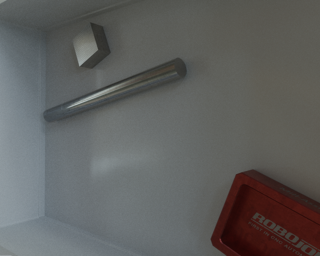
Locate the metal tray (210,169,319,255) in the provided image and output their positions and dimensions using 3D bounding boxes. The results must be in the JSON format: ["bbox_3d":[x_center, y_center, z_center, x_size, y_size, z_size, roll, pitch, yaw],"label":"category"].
[{"bbox_3d":[0.122,0.109,0.301,0.130,0.030,0.089,28,107,36],"label":"metal tray"}]

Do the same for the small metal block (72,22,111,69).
[{"bbox_3d":[-0.110,-0.131,0.495,0.050,0.025,0.050,-29,72,36],"label":"small metal block"}]

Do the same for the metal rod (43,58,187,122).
[{"bbox_3d":[-0.089,-0.049,0.477,0.300,0.025,0.025,-13,82,39],"label":"metal rod"}]
